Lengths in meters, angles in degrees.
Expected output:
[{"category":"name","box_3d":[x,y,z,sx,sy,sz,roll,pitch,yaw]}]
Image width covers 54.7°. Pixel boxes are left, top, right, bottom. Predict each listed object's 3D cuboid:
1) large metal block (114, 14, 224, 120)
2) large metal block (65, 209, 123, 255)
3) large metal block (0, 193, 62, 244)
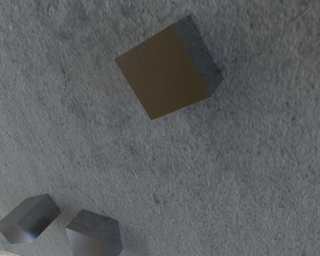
[{"category":"large metal block","box_3d":[0.011,-0.065,0.344,0.080,0.050,0.080,-21,108,35]},{"category":"large metal block","box_3d":[-0.122,0.208,0.581,0.080,0.050,0.079,11,123,22]},{"category":"large metal block","box_3d":[-0.261,0.181,0.617,0.080,0.080,0.050,-18,109,35]}]
